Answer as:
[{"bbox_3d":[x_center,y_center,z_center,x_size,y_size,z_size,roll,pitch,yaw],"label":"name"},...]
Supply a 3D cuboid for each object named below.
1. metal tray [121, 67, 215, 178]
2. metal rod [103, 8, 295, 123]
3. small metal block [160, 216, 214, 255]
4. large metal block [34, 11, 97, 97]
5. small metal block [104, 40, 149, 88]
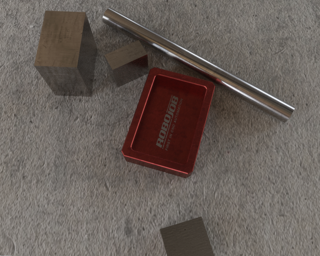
[{"bbox_3d":[0.013,-0.009,0.408,0.090,0.030,0.130,16,71,5],"label":"metal tray"},{"bbox_3d":[0.048,-0.094,0.442,0.301,0.025,0.025,31,73,10],"label":"metal rod"},{"bbox_3d":[0.031,0.135,0.359,0.050,0.025,0.050,-15,71,-6],"label":"small metal block"},{"bbox_3d":[-0.120,-0.096,0.412,0.050,0.080,0.080,2,70,0],"label":"large metal block"},{"bbox_3d":[-0.044,-0.087,0.426,0.050,0.050,0.025,-27,73,-10],"label":"small metal block"}]
